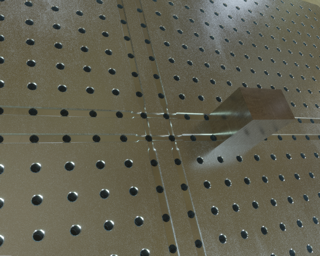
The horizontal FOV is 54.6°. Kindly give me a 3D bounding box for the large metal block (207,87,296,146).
[{"bbox_3d":[0.130,-0.015,0.451,0.081,0.080,0.050,-1,63,-29],"label":"large metal block"}]
